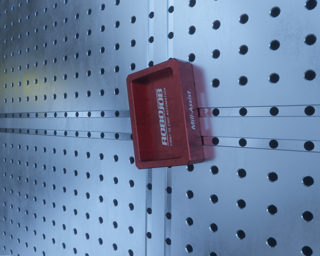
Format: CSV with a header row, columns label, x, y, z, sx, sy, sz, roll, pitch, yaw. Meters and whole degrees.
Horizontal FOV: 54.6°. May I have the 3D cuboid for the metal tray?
label,x,y,z,sx,sy,sz,roll,pitch,yaw
metal tray,0.004,-0.015,0.403,0.090,0.030,0.129,-11,83,39
